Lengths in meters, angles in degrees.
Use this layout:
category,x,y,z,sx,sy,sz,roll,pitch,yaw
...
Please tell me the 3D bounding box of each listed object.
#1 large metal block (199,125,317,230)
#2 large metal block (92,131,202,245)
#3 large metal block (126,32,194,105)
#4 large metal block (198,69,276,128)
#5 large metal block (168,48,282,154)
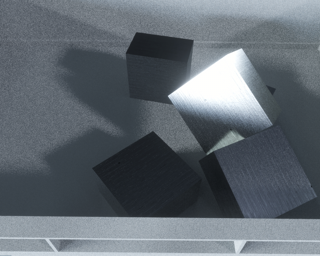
category,x,y,z,sx,sy,sz,roll,pitch,yaw
large metal block,0.100,0.053,0.328,0.081,0.050,0.080,-20,77,-16
large metal block,-0.014,0.062,0.336,0.081,0.050,0.080,-32,57,-24
large metal block,0.001,-0.082,0.438,0.080,0.080,0.050,10,51,8
large metal block,0.095,-0.026,0.412,0.080,0.050,0.080,26,54,20
large metal block,0.070,-0.027,0.337,0.080,0.080,0.050,57,36,-1
